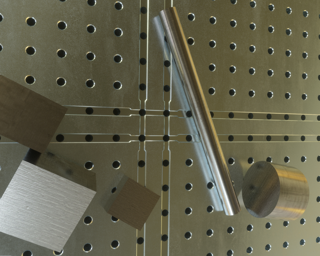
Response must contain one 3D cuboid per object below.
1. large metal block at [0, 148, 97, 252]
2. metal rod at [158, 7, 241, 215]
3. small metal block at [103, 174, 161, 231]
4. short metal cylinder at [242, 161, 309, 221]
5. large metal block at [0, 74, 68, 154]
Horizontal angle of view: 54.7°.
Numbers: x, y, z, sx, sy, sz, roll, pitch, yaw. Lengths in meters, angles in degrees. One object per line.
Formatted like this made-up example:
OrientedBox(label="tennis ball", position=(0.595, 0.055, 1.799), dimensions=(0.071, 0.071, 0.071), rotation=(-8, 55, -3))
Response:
OrientedBox(label="large metal block", position=(-0.126, 0.077, 0.342), dimensions=(0.080, 0.050, 0.080), rotation=(29, 97, -18))
OrientedBox(label="metal rod", position=(0.058, -0.018, 0.435), dimensions=(0.025, 0.025, 0.298), rotation=(-22, 98, -19))
OrientedBox(label="small metal block", position=(-0.036, 0.096, 0.400), dimensions=(0.050, 0.025, 0.050), rotation=(35, 79, -17))
OrientedBox(label="short metal cylinder", position=(0.164, 0.091, 0.446), dimensions=(0.050, 0.080, 0.080), rotation=(12, 86, -20))
OrientedBox(label="large metal block", position=(-0.150, -0.015, 0.328), dimensions=(0.080, 0.080, 0.050), rotation=(29, 80, -18))
